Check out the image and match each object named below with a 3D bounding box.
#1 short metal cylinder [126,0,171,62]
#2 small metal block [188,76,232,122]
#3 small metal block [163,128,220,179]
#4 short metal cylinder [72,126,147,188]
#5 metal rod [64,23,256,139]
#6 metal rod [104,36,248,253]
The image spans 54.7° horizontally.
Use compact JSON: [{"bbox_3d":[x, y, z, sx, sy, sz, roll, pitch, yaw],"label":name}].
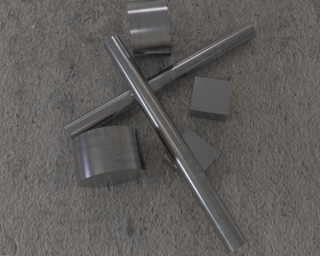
[{"bbox_3d":[-0.015,-0.135,0.428,0.050,0.080,0.080,-8,70,-3],"label":"short metal cylinder"},{"bbox_3d":[0.068,-0.039,0.423,0.050,0.025,0.050,9,70,3],"label":"small metal block"},{"bbox_3d":[0.039,0.037,0.395,0.050,0.025,0.050,40,75,13],"label":"small metal block"},{"bbox_3d":[-0.059,0.036,0.365,0.081,0.080,0.050,-11,71,-4],"label":"short metal cylinder"},{"bbox_3d":[0.008,-0.069,0.433,0.301,0.025,0.025,-31,73,-11],"label":"metal rod"},{"bbox_3d":[0.010,0.006,0.378,0.025,0.025,0.299,-28,73,-10],"label":"metal rod"}]
